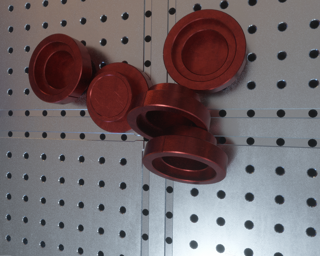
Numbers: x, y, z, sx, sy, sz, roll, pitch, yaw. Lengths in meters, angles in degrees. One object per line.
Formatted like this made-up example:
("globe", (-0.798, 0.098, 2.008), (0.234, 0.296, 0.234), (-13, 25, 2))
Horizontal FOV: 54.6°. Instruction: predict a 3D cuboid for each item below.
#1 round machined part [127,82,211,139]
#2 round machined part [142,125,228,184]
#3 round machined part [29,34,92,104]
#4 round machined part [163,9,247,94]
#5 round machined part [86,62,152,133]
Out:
("round machined part", (0.013, -0.019, 0.377), (0.098, 0.098, 0.042), (2, 61, 20))
("round machined part", (0.031, 0.030, 0.370), (0.098, 0.098, 0.042), (2, 61, 20))
("round machined part", (-0.139, -0.082, 0.450), (0.098, 0.042, 0.098), (-1, 87, 25))
("round machined part", (0.057, -0.090, 0.381), (0.098, 0.042, 0.098), (-2, 85, 19))
("round machined part", (-0.060, -0.042, 0.425), (0.098, 0.042, 0.097), (0, 90, 20))
